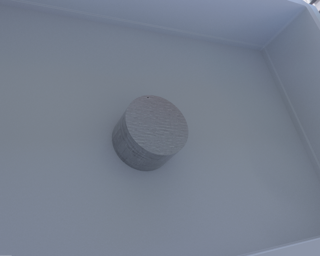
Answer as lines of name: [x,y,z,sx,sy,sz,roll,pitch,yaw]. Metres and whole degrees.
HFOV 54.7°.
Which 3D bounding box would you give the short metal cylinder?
short metal cylinder: [-0.013,0.007,0.380,0.081,0.050,0.080,14,56,-21]
